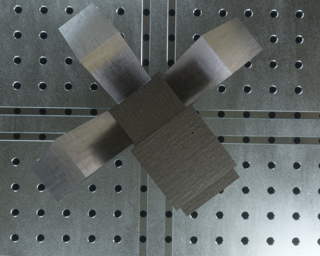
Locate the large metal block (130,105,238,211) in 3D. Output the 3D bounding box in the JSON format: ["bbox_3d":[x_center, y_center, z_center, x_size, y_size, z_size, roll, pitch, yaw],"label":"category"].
[{"bbox_3d":[0.025,0.031,0.350,0.080,0.050,0.080,-37,91,-1],"label":"large metal block"}]

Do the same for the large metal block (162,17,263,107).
[{"bbox_3d":[0.062,-0.077,0.371,0.050,0.080,0.080,52,50,0],"label":"large metal block"}]

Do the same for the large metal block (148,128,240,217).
[{"bbox_3d":[0.041,0.052,0.400,0.080,0.050,0.080,-37,89,-1],"label":"large metal block"}]

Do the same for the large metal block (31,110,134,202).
[{"bbox_3d":[-0.092,0.033,0.370,0.050,0.080,0.080,52,132,1],"label":"large metal block"}]

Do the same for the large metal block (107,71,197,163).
[{"bbox_3d":[-0.008,-0.013,0.401,0.080,0.050,0.080,-38,90,0],"label":"large metal block"}]

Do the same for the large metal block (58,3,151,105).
[{"bbox_3d":[-0.065,-0.088,0.370,0.050,0.080,0.080,-38,51,0],"label":"large metal block"}]
